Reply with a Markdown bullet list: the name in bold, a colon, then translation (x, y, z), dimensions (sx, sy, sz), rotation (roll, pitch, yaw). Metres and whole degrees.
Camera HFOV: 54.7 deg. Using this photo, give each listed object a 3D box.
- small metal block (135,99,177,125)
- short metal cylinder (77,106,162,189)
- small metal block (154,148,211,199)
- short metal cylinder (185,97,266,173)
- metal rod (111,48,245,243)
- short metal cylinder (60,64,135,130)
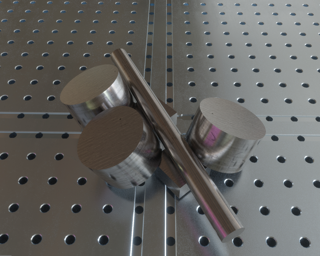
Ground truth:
- **small metal block**: translation (-0.013, -0.013, 0.414), dimensions (0.050, 0.025, 0.050), rotation (-36, 59, -26)
- **short metal cylinder**: translation (-0.045, 0.022, 0.350), dimensions (0.080, 0.050, 0.080), rotation (-13, 52, 18)
- **small metal block**: translation (0.025, 0.046, 0.365), dimensions (0.050, 0.025, 0.050), rotation (-33, 58, -25)
- **short metal cylinder**: translation (0.075, 0.007, 0.364), dimensions (0.081, 0.050, 0.080), rotation (15, 33, -10)
- **metal rod**: translation (0.003, -0.004, 0.373), dimensions (0.025, 0.025, 0.300), rotation (-20, 53, -16)
- **short metal cylinder**: translation (-0.079, -0.038, 0.400), dimensions (0.080, 0.050, 0.080), rotation (-16, 40, 14)
